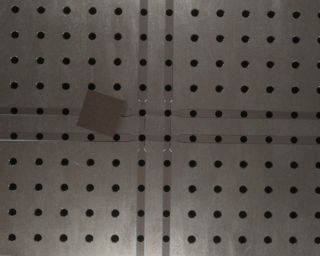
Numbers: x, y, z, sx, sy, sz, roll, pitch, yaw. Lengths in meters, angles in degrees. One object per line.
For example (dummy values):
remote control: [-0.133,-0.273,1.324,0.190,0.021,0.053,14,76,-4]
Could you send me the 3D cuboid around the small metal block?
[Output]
small metal block: [-0.077,-0.019,0.412,0.050,0.025,0.050,18,90,-1]
